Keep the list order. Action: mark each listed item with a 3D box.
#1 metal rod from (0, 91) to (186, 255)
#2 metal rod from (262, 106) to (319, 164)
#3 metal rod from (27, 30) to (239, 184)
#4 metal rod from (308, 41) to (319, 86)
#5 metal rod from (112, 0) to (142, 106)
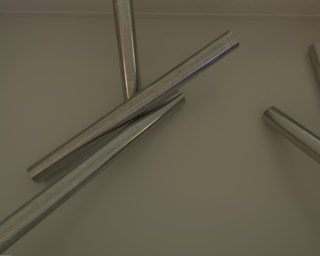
[{"bbox_3d":[-0.076,0.042,0.352,0.025,0.025,0.302,42,60,14],"label":"metal rod"},{"bbox_3d":[0.219,0.063,0.316,0.025,0.025,0.300,-30,45,-10],"label":"metal rod"},{"bbox_3d":[-0.033,-0.026,0.386,0.301,0.025,0.025,-34,74,0],"label":"metal rod"},{"bbox_3d":[0.247,0.020,0.403,0.025,0.025,0.299,-6,70,-2],"label":"metal rod"},{"bbox_3d":[-0.046,-0.156,0.377,0.025,0.025,0.298,-6,105,-2],"label":"metal rod"}]
